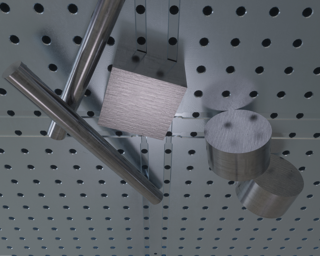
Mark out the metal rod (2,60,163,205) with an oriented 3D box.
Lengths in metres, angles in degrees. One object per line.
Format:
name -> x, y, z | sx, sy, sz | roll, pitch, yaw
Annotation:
metal rod -> -0.078, 0.028, 0.410 | 0.025, 0.025, 0.300 | -23, 134, 18

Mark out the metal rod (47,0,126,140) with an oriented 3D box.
metal rod -> -0.069, -0.094, 0.330 | 0.025, 0.025, 0.298 | 22, 127, -18

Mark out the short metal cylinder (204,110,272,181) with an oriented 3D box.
short metal cylinder -> 0.099, 0.021, 0.394 | 0.080, 0.080, 0.050 | -8, 130, 6

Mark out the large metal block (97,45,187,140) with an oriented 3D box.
large metal block -> -0.022, -0.039, 0.362 | 0.081, 0.050, 0.079 | 14, 129, -12

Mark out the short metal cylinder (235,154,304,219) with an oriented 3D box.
short metal cylinder -> 0.156, 0.082, 0.447 | 0.081, 0.080, 0.050 | 8, 130, -7
